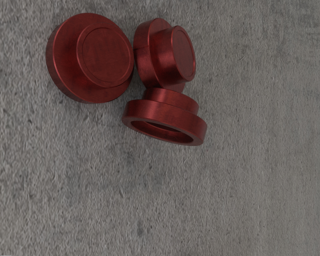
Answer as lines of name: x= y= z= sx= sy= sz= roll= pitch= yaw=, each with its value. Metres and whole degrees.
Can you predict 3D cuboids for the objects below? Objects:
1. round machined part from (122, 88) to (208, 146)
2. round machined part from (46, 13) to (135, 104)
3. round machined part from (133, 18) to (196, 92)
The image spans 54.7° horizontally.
round machined part: x=0.008 y=-0.014 z=0.364 sx=0.098 sy=0.098 sz=0.042 roll=26 pitch=74 yaw=-37
round machined part: x=-0.067 y=-0.076 z=0.337 sx=0.099 sy=0.042 sz=0.097 roll=0 pitch=90 yaw=-40
round machined part: x=0.012 y=-0.087 z=0.381 sx=0.098 sy=0.042 sz=0.098 roll=25 pitch=61 yaw=-57
